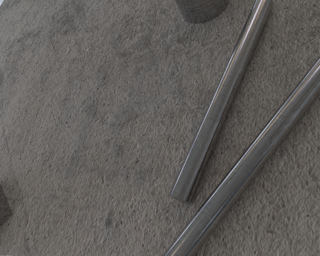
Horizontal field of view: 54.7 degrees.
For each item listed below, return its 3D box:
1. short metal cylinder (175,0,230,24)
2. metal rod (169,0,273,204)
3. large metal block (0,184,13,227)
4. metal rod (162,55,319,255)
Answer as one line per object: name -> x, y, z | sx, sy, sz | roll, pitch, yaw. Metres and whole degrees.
short metal cylinder -> 0.063, -0.211, 0.485 | 0.080, 0.050, 0.080 | -13, 56, 21
metal rod -> 0.084, -0.049, 0.389 | 0.025, 0.025, 0.300 | 14, 69, 34
large metal block -> -0.278, 0.123, 0.459 | 0.080, 0.050, 0.080 | -46, 51, -4
metal rod -> 0.104, 0.029, 0.331 | 0.025, 0.025, 0.300 | 34, 81, 38
